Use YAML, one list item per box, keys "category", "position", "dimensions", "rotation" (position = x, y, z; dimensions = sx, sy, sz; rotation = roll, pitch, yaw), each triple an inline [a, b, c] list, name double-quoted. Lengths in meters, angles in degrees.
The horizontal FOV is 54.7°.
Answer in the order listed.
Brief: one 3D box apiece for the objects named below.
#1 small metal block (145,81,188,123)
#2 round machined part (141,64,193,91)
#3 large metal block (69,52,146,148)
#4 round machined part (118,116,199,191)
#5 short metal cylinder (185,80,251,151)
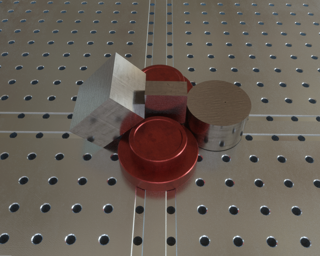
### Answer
- category: "small metal block"
  position: [0.008, -0.032, 0.389]
  dimensions: [0.050, 0.050, 0.025]
  rotation: [1, 50, 1]
- category: "round machined part"
  position: [0.000, -0.053, 0.441]
  dimensions: [0.099, 0.042, 0.098]
  rotation: [0, 50, 0]
- category: "large metal block"
  position: [-0.064, -0.034, 0.392]
  dimensions: [0.050, 0.080, 0.080]
  rotation: [32, 40, -33]
- category: "round machined part"
  position: [-0.002, 0.024, 0.377]
  dimensions: [0.099, 0.042, 0.098]
  rotation: [0, 50, 0]
- category: "short metal cylinder"
  position: [0.073, -0.017, 0.405]
  dimensions: [0.080, 0.050, 0.080]
  rotation: [0, 50, 0]
